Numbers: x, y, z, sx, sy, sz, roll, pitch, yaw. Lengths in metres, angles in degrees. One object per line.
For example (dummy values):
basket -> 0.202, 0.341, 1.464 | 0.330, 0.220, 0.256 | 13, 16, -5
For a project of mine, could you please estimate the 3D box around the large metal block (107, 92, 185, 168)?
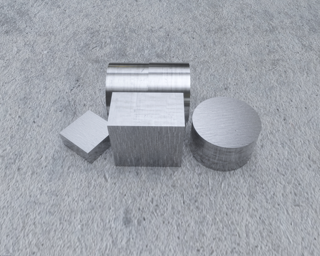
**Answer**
large metal block -> -0.014, 0.004, 0.366 | 0.081, 0.080, 0.050 | 1, 50, 0

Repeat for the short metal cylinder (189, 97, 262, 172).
short metal cylinder -> 0.078, 0.007, 0.383 | 0.081, 0.050, 0.080 | 0, 50, 0

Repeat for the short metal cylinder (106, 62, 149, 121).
short metal cylinder -> -0.039, -0.046, 0.408 | 0.050, 0.080, 0.080 | 1, 50, 0

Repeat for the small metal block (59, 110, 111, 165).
small metal block -> -0.089, 0.011, 0.396 | 0.050, 0.025, 0.050 | 31, 56, 23

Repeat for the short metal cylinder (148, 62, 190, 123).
short metal cylinder -> 0.011, -0.046, 0.408 | 0.050, 0.080, 0.080 | 1, 50, 0
